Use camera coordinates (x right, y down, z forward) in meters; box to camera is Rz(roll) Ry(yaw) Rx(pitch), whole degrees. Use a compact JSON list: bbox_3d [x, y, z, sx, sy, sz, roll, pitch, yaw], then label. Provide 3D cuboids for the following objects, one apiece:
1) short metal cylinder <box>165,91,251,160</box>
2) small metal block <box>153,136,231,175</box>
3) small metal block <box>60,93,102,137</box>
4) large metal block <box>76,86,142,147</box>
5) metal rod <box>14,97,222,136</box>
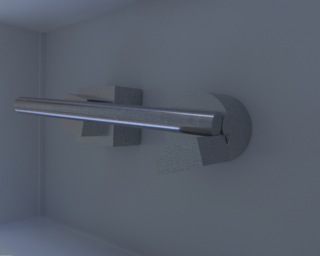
[{"bbox_3d":[0.053,0.001,0.343,0.080,0.050,0.079,0,90,39],"label":"short metal cylinder"},{"bbox_3d":[0.031,0.026,0.295,0.050,0.050,0.025,-18,79,38],"label":"small metal block"},{"bbox_3d":[-0.109,-0.019,0.427,0.050,0.025,0.050,17,100,38],"label":"small metal block"},{"bbox_3d":[-0.075,-0.017,0.446,0.080,0.050,0.079,4,92,39],"label":"large metal block"},{"bbox_3d":[-0.073,-0.018,0.371,0.300,0.025,0.025,7,94,31],"label":"metal rod"}]
